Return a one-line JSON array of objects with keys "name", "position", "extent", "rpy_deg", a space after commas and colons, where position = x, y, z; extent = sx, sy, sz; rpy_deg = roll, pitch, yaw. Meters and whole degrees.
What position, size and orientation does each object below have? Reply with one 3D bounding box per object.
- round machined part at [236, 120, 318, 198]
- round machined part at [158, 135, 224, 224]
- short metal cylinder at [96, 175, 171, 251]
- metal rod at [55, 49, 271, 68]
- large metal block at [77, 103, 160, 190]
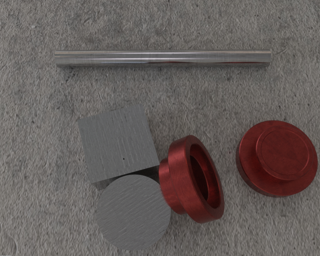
[{"name": "round machined part", "position": [0.149, 0.035, 0.388], "extent": [0.099, 0.042, 0.098], "rpy_deg": [0, 70, 0]}, {"name": "round machined part", "position": [0.034, 0.060, 0.355], "extent": [0.042, 0.098, 0.098], "rpy_deg": [-23, 69, 22]}, {"name": "short metal cylinder", "position": [-0.028, 0.098, 0.359], "extent": [0.081, 0.050, 0.080], "rpy_deg": [0, 70, 0]}, {"name": "metal rod", "position": [0.005, -0.100, 0.444], "extent": [0.302, 0.025, 0.025], "rpy_deg": [0, 70, -1]}, {"name": "large metal block", "position": [-0.050, 0.024, 0.386], "extent": [0.081, 0.050, 0.080], "rpy_deg": [-15, 71, -6]}]
